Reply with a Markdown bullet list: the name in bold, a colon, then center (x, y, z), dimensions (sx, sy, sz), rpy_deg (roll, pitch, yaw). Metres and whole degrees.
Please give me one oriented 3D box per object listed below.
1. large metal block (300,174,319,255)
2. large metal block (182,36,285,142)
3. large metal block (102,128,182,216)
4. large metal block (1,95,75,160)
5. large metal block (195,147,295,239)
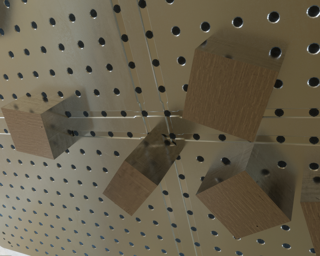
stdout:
- **large metal block**: center (0.210, 0.096, 0.344), dimensions (0.080, 0.050, 0.080), rpy_deg (-11, 113, 33)
- **large metal block**: center (0.076, -0.042, 0.329), dimensions (0.080, 0.050, 0.079), rpy_deg (20, 126, 16)
- **large metal block**: center (-0.024, 0.060, 0.426), dimensions (0.050, 0.080, 0.080), rpy_deg (38, 129, 3)
- **large metal block**: center (-0.193, -0.003, 0.496), dimensions (0.080, 0.050, 0.080), rpy_deg (9, 122, 23)
- **large metal block**: center (0.107, 0.083, 0.390), dimensions (0.080, 0.050, 0.080), rpy_deg (47, 129, -5)
